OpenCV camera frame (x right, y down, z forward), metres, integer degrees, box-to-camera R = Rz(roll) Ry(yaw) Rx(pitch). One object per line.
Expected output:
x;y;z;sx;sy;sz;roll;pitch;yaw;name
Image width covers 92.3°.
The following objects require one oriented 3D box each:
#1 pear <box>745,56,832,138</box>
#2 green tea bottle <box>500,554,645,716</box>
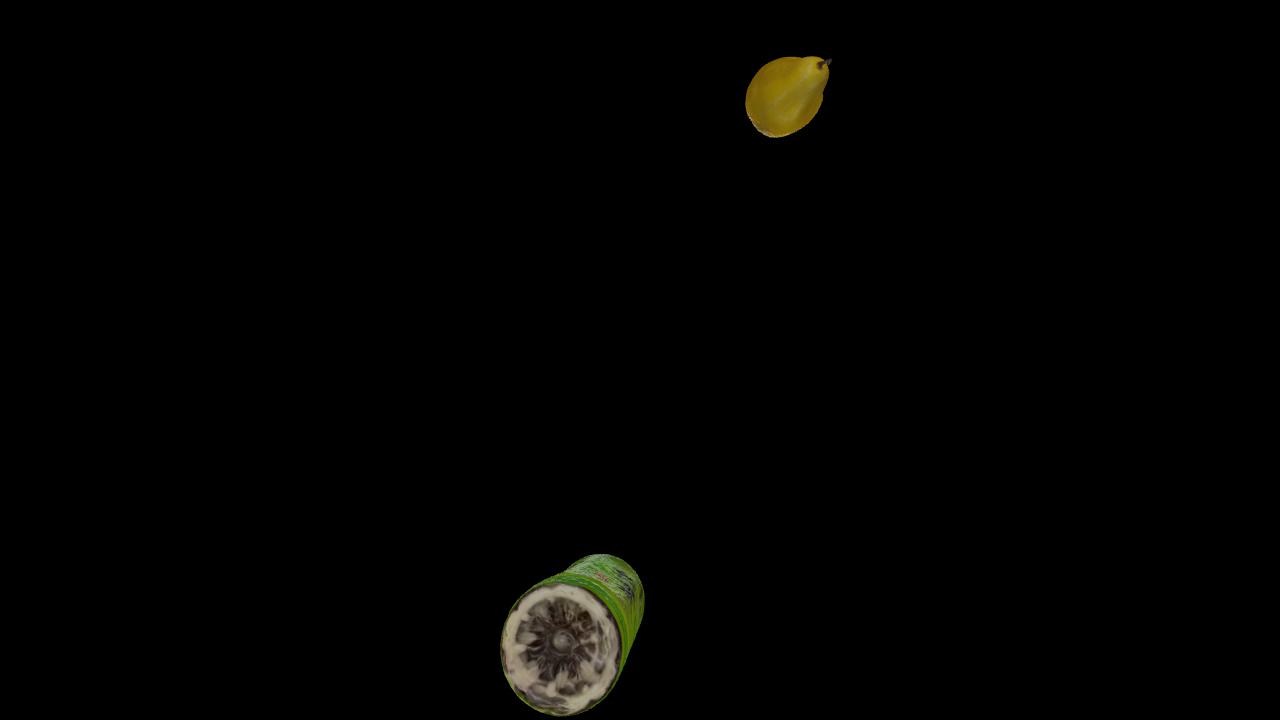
0.157;-0.276;0.613;0.080;0.080;0.111;0;-13;-27;pear
-0.034;0.174;0.425;0.073;0.073;0.212;0;-13;4;green tea bottle
